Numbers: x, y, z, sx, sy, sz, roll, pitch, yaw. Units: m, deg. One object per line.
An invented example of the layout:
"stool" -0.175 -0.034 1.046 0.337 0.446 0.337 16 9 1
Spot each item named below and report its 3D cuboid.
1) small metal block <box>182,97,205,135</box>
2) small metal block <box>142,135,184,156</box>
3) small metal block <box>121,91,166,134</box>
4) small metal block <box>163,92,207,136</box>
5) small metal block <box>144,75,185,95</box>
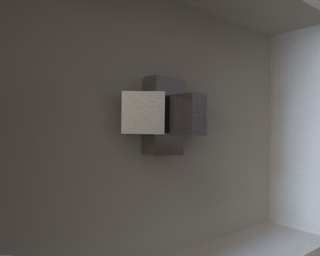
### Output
"small metal block" 0.047 -0.016 0.428 0.050 0.025 0.050 5 86 -79
"small metal block" 0.005 0.010 0.408 0.050 0.025 0.050 3 88 -40
"small metal block" -0.019 -0.018 0.370 0.050 0.025 0.050 1 90 3
"small metal block" 0.030 -0.016 0.380 0.025 0.050 0.050 1 90 -41
"small metal block" 0.006 -0.040 0.408 0.050 0.025 0.050 3 88 -41
